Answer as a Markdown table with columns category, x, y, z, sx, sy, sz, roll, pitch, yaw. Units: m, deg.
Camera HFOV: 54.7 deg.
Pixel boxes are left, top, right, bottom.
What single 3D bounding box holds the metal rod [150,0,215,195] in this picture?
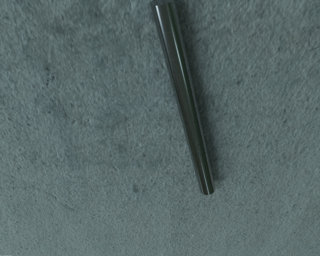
| category | x | y | z | sx | sy | sz | roll | pitch | yaw |
| --- | --- | --- | --- | --- | --- | --- | --- | --- | --- |
| metal rod | 0.039 | -0.014 | 0.395 | 0.025 | 0.025 | 0.299 | -11 | 130 | 9 |
